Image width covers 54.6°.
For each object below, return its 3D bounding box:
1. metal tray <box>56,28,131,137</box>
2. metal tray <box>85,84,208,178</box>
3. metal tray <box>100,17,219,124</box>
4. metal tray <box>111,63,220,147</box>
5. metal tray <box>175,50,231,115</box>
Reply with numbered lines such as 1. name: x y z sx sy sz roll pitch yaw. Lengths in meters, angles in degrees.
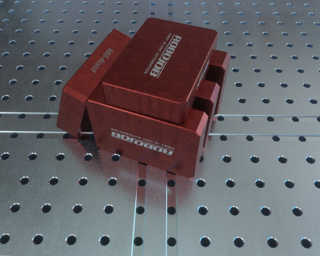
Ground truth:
1. metal tray: -0.086 -0.061 0.413 0.030 0.090 0.130 30 53 -4
2. metal tray: -0.015 0.005 0.361 0.130 0.090 0.030 17 52 13
3. metal tray: 0.005 -0.070 0.346 0.090 0.030 0.130 16 52 13
4. metal tray: 0.001 -0.029 0.388 0.130 0.090 0.030 16 51 12
5. metal tray: 0.023 -0.072 0.425 0.130 0.090 0.030 16 53 13
